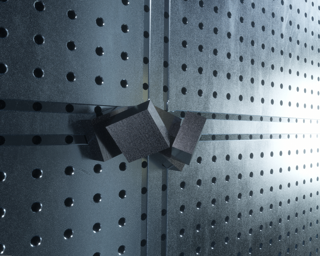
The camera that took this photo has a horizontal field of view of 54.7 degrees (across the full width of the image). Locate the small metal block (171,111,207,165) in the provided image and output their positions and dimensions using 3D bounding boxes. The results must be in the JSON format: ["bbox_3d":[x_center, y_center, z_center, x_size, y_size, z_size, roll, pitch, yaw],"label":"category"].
[{"bbox_3d":[0.036,0.014,0.390,0.050,0.025,0.050,88,25,-68],"label":"small metal block"}]

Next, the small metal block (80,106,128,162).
[{"bbox_3d":[-0.058,0.006,0.362,0.050,0.025,0.050,-25,106,-37],"label":"small metal block"}]

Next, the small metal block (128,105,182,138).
[{"bbox_3d":[-0.010,-0.008,0.386,0.050,0.050,0.025,24,75,-38],"label":"small metal block"}]

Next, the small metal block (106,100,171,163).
[{"bbox_3d":[-0.023,0.004,0.339,0.050,0.050,0.025,61,17,-23],"label":"small metal block"}]

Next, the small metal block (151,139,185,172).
[{"bbox_3d":[0.017,0.025,0.426,0.050,0.025,0.050,43,64,-32],"label":"small metal block"}]
